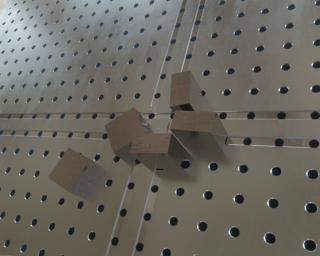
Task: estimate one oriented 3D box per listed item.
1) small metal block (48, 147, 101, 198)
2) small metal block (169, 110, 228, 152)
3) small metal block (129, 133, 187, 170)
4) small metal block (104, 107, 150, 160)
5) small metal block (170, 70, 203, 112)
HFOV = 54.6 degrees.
[{"bbox_3d":[-0.120,0.062,0.435,0.050,0.025,0.050,21,73,36],"label":"small metal block"},{"bbox_3d":[0.047,0.004,0.366,0.050,0.050,0.025,5,64,30],"label":"small metal block"},{"bbox_3d":[-0.001,0.029,0.376,0.050,0.050,0.025,-2,61,27],"label":"small metal block"},{"bbox_3d":[-0.043,0.007,0.428,0.050,0.025,0.050,-32,52,8],"label":"small metal block"},{"bbox_3d":[0.035,-0.037,0.397,0.025,0.050,0.050,-10,58,23],"label":"small metal block"}]
